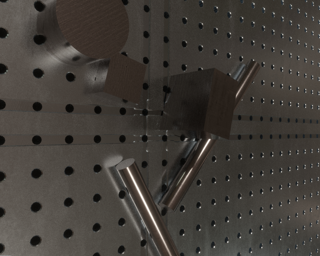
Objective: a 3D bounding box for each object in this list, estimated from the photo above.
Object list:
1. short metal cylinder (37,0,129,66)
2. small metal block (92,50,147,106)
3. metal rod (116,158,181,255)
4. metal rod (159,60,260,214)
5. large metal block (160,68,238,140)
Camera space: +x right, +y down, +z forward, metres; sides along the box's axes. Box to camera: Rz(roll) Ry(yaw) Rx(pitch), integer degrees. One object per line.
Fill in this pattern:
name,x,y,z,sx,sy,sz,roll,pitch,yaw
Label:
short metal cylinder,-0.080,-0.109,0.327,0.081,0.050,0.079,0,90,-40
small metal block,-0.048,-0.058,0.371,0.050,0.025,0.050,18,79,-39
metal rod,0.014,0.174,0.423,0.025,0.025,0.299,-36,113,-34
metal rod,0.088,-0.001,0.485,0.025,0.025,0.301,51,60,-28
large metal block,0.052,-0.029,0.419,0.050,0.080,0.080,19,78,-39
